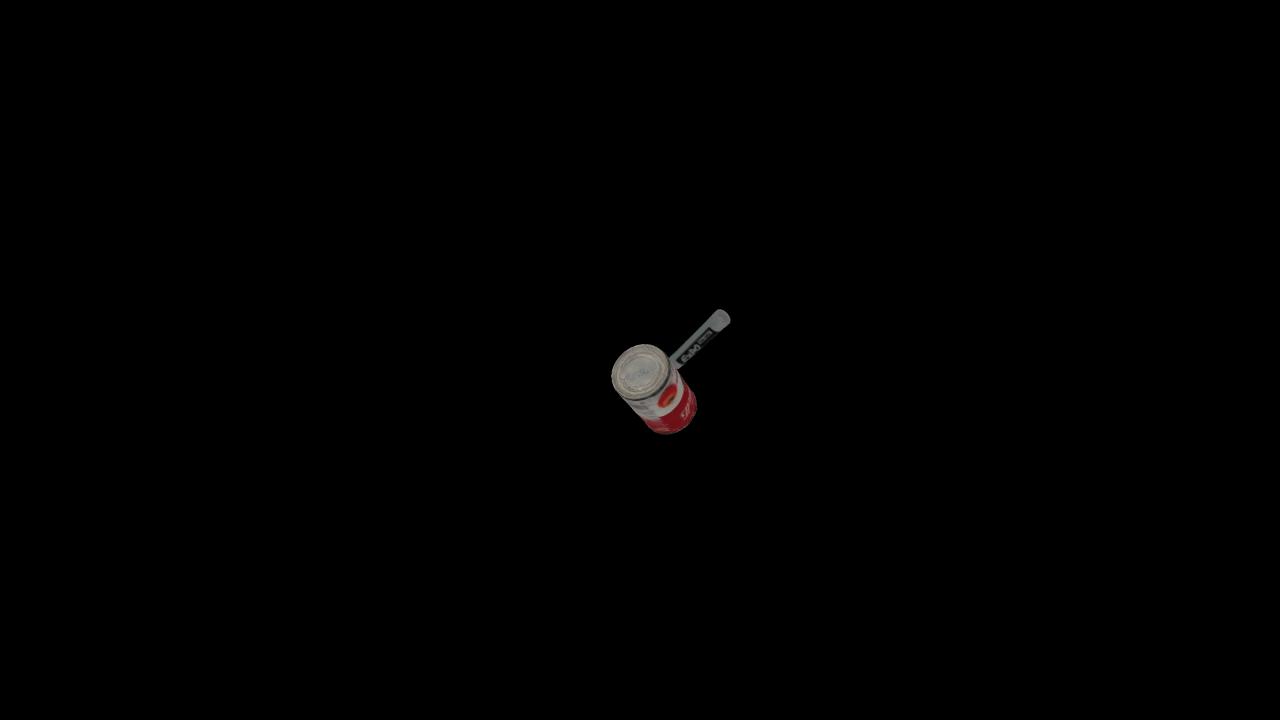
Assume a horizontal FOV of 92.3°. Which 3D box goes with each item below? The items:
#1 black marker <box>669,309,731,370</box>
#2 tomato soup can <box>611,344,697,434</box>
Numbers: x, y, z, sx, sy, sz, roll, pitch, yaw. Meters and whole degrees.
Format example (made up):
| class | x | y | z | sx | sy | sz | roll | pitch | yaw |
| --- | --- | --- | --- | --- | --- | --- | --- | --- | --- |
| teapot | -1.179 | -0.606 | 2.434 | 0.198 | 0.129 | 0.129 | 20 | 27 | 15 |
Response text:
| class | x | y | z | sx | sy | sz | roll | pitch | yaw |
| --- | --- | --- | --- | --- | --- | --- | --- | --- | --- |
| black marker | 0.053 | -0.012 | 0.661 | 0.020 | 0.020 | 0.121 | 0 | -32 | -37 |
| tomato soup can | 0.017 | 0.033 | 0.682 | 0.068 | 0.068 | 0.101 | 0 | -27 | 24 |
